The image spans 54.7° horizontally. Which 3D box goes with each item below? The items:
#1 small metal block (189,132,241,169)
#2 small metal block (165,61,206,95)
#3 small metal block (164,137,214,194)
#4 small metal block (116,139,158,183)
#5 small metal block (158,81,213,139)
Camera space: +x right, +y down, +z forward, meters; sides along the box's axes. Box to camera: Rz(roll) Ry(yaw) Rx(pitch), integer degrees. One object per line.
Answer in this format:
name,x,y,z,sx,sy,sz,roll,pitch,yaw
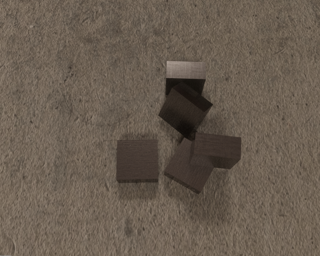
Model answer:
small metal block,0.063,0.028,0.359,0.050,0.050,0.025,7,70,1
small metal block,0.033,-0.066,0.419,0.050,0.050,0.025,2,70,0
small metal block,0.040,0.048,0.391,0.050,0.025,0.050,29,72,9
small metal block,-0.028,0.042,0.392,0.050,0.025,0.050,-1,70,-1
small metal block,0.032,-0.023,0.401,0.050,0.050,0.025,39,43,12
